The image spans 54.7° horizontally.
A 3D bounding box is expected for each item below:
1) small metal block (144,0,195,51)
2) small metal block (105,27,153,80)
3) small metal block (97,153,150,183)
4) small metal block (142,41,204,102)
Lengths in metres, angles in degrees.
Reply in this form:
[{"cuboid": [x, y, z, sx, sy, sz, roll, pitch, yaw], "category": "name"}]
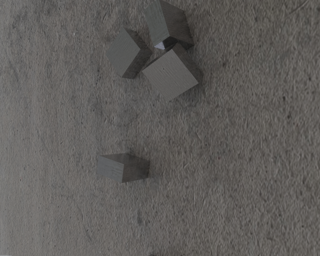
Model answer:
[{"cuboid": [0.012, -0.122, 0.379, 0.025, 0.050, 0.050, -25, 75, 37], "category": "small metal block"}, {"cuboid": [-0.045, -0.106, 0.442, 0.050, 0.025, 0.050, -50, 61, 28], "category": "small metal block"}, {"cuboid": [-0.050, 0.054, 0.430, 0.050, 0.050, 0.025, 12, 98, 39], "category": "small metal block"}, {"cuboid": [0.016, -0.067, 0.376, 0.050, 0.025, 0.050, -29, 109, 36], "category": "small metal block"}]
